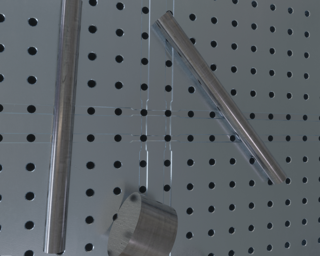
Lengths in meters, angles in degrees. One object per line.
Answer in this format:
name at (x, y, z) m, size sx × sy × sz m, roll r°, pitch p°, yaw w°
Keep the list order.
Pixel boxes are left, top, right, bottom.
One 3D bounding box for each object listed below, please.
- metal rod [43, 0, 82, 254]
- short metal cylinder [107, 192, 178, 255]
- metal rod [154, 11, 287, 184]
metal rod at (-0.116, -0.005, 0.370) m, size 0.025 × 0.025 × 0.298 m, roll 4°, pitch 89°, yaw -20°
short metal cylinder at (-0.022, 0.125, 0.376) m, size 0.050 × 0.080 × 0.080 m, roll 28°, pitch 81°, yaw -18°
metal rod at (0.094, -0.035, 0.447) m, size 0.025 × 0.025 × 0.300 m, roll -42°, pitch 104°, yaw -15°
